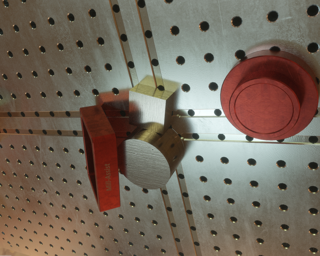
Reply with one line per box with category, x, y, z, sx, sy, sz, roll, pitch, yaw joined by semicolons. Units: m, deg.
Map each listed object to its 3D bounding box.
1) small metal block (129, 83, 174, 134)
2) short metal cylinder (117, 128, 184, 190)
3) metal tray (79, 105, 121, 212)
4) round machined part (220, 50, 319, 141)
small metal block;-0.012;-0.025;0.402;0.050;0.025;0.050;17;125;18
short metal cylinder;-0.013;0.037;0.425;0.080;0.050;0.079;13;124;21
metal tray;-0.086;0.043;0.445;0.090;0.030;0.129;-127;32;-51
round machined part;0.111;-0.028;0.324;0.098;0.042;0.097;13;124;21
